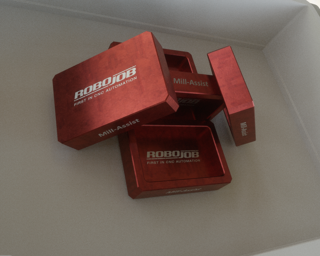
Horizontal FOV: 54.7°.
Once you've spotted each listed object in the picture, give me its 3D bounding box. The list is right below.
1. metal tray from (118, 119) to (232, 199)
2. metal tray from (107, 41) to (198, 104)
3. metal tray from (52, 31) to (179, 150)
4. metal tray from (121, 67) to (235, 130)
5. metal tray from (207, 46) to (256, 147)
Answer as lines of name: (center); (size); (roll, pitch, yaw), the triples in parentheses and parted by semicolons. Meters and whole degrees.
metal tray: (0.019, 0.035, 0.387); (0.131, 0.030, 0.090); (1, 61, -29)
metal tray: (-0.006, -0.071, 0.440); (0.131, 0.030, 0.090); (0, 62, -29)
metal tray: (-0.053, -0.039, 0.340); (0.030, 0.130, 0.090); (41, 32, -60)
metal tray: (0.016, -0.031, 0.390); (0.131, 0.090, 0.030); (1, 62, -29)
metal tray: (0.100, -0.038, 0.421); (0.030, 0.130, 0.090); (-19, 64, 10)
